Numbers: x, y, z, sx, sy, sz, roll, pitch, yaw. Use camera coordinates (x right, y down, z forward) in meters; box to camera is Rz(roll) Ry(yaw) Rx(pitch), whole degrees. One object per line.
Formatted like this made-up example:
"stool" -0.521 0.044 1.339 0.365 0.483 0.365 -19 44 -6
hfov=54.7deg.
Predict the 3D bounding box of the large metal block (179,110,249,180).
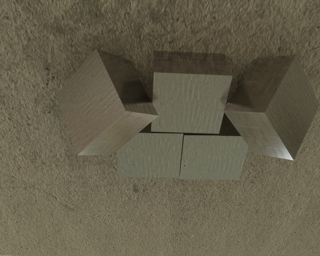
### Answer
"large metal block" 0.067 0.023 0.411 0.081 0.050 0.079 1 130 -2

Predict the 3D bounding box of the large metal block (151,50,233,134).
"large metal block" 0.032 -0.041 0.358 0.081 0.050 0.079 2 130 -2

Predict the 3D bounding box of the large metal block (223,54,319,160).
"large metal block" 0.127 -0.023 0.347 0.050 0.080 0.080 8 147 51

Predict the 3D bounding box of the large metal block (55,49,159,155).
"large metal block" -0.061 -0.025 0.341 0.080 0.080 0.050 -39 155 28

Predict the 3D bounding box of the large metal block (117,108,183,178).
"large metal block" -0.014 0.020 0.408 0.081 0.050 0.079 1 130 -2
